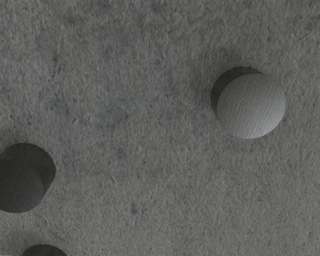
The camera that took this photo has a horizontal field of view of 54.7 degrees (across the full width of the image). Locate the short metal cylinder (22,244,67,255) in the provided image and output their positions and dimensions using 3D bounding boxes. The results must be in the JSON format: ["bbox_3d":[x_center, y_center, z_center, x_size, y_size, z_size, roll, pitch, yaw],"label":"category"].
[{"bbox_3d":[-0.185,0.230,0.479,0.081,0.050,0.079,0,110,-1],"label":"short metal cylinder"}]

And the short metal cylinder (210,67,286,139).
[{"bbox_3d":[0.107,-0.033,0.386,0.081,0.050,0.079,0,110,-1],"label":"short metal cylinder"}]

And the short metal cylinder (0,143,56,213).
[{"bbox_3d":[-0.189,0.067,0.418,0.081,0.050,0.079,0,110,-1],"label":"short metal cylinder"}]
